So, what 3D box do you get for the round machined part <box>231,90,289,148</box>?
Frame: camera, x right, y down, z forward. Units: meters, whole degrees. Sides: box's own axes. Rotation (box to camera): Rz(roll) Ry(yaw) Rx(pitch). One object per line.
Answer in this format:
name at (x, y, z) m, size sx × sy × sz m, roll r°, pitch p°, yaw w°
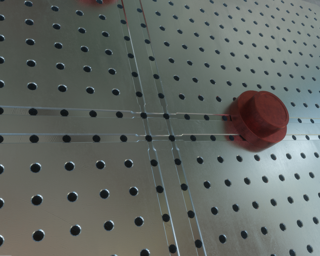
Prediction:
round machined part at (0.166, -0.021, 0.499) m, size 0.099 × 0.042 × 0.098 m, roll 13°, pitch 56°, yaw -21°
